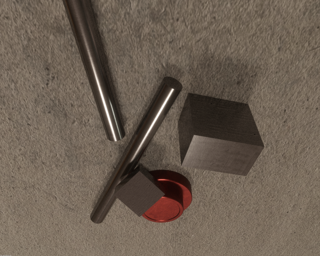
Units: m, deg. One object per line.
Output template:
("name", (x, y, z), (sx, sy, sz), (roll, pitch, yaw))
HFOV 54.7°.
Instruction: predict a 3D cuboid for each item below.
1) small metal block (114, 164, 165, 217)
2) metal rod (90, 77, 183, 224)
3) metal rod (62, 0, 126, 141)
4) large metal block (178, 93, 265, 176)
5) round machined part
("small metal block", (-0.029, 0.089, 0.441), (0.050, 0.025, 0.050), (-44, 102, 8))
("metal rod", (-0.047, 0.051, 0.449), (0.025, 0.025, 0.298), (19, 128, -16))
("metal rod", (-0.078, -0.103, 0.318), (0.025, 0.025, 0.298), (-6, 130, 4))
("large metal block", (0.069, 0.007, 0.378), (0.081, 0.080, 0.050), (10, 129, -9))
("round machined part", (0.002, 0.115, 0.494), (0.099, 0.042, 0.097), (-1, 130, 0))
